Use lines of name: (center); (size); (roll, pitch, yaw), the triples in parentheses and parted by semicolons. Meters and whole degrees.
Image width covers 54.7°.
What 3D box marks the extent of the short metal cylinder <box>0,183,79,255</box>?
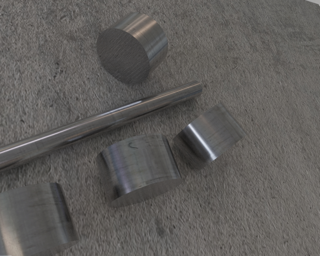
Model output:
short metal cylinder: (-0.114, 0.085, 0.255); (0.081, 0.080, 0.050); (-12, 68, -33)

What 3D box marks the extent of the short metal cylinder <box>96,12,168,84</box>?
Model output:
short metal cylinder: (-0.036, -0.105, 0.413); (0.080, 0.080, 0.050); (39, 51, -3)

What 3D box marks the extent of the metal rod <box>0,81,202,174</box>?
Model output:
metal rod: (-0.057, -0.011, 0.379); (0.302, 0.025, 0.025); (-23, 75, -36)

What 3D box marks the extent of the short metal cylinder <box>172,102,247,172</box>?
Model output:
short metal cylinder: (0.063, 0.012, 0.395); (0.081, 0.080, 0.050); (-31, 79, -38)

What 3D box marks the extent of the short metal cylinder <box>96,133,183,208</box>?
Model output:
short metal cylinder: (-0.022, 0.046, 0.328); (0.081, 0.080, 0.050); (-7, 66, -32)
